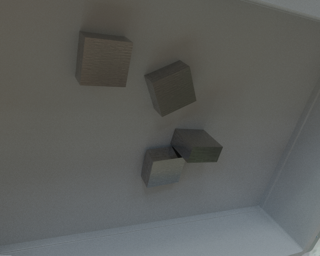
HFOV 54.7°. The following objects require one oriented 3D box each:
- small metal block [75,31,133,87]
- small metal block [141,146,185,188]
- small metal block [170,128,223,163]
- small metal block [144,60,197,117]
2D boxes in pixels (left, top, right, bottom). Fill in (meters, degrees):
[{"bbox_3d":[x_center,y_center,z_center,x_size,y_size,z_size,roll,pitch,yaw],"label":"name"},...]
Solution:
[{"bbox_3d":[-0.060,-0.072,0.331,0.050,0.025,0.050,-1,119,-28],"label":"small metal block"},{"bbox_3d":[0.004,0.055,0.441,0.050,0.025,0.050,-5,128,-25],"label":"small metal block"},{"bbox_3d":[0.051,0.024,0.435,0.050,0.050,0.025,2,117,-30],"label":"small metal block"},{"bbox_3d":[0.014,-0.049,0.386,0.050,0.025,0.050,-26,128,-12],"label":"small metal block"}]
